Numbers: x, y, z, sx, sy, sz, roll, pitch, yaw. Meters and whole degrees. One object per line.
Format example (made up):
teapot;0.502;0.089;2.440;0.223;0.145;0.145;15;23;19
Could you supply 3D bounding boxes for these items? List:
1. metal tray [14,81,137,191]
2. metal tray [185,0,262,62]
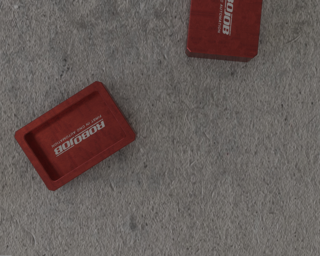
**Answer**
metal tray;-0.108;0.010;0.406;0.130;0.030;0.090;-33;90;0
metal tray;0.085;-0.157;0.408;0.091;0.030;0.129;5;90;0
